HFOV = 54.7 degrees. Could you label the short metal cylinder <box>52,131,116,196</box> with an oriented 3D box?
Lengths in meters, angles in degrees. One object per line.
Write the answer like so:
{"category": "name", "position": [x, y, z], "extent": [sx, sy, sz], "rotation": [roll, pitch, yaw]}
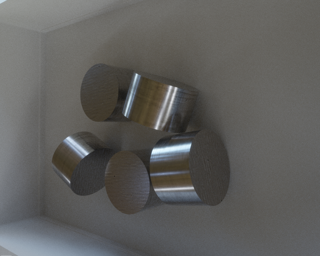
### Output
{"category": "short metal cylinder", "position": [-0.109, 0.052, 0.455], "extent": [0.050, 0.081, 0.079], "rotation": [34, 111, 34]}

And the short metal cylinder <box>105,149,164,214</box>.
{"category": "short metal cylinder", "position": [-0.027, 0.068, 0.408], "extent": [0.080, 0.050, 0.079], "rotation": [0, 90, 39]}

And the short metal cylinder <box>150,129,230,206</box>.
{"category": "short metal cylinder", "position": [0.034, 0.044, 0.339], "extent": [0.050, 0.081, 0.080], "rotation": [-12, 83, 39]}

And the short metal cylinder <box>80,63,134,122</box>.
{"category": "short metal cylinder", "position": [-0.068, -0.048, 0.442], "extent": [0.080, 0.050, 0.079], "rotation": [0, 90, 39]}

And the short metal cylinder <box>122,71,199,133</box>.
{"category": "short metal cylinder", "position": [0.001, -0.032, 0.368], "extent": [0.080, 0.081, 0.050], "rotation": [27, 107, 36]}
